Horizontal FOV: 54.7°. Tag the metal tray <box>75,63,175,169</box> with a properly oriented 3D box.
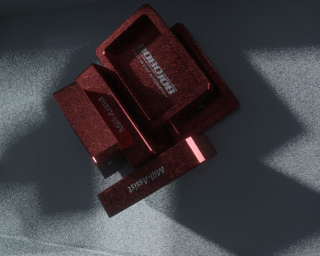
[{"bbox_3d":[-0.039,-0.015,0.386,0.030,0.090,0.130,-39,78,16],"label":"metal tray"}]

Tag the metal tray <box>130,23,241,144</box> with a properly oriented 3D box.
[{"bbox_3d":[0.029,-0.055,0.397,0.090,0.030,0.130,-36,78,17],"label":"metal tray"}]

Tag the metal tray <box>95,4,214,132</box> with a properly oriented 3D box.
[{"bbox_3d":[-0.008,-0.071,0.376,0.090,0.030,0.130,-38,78,16],"label":"metal tray"}]

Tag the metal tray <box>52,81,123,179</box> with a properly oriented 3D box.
[{"bbox_3d":[-0.083,0.010,0.383,0.030,0.130,0.090,-33,78,-14],"label":"metal tray"}]

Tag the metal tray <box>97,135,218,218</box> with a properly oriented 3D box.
[{"bbox_3d":[0.001,0.055,0.373,0.130,0.090,0.030,-34,79,16],"label":"metal tray"}]
